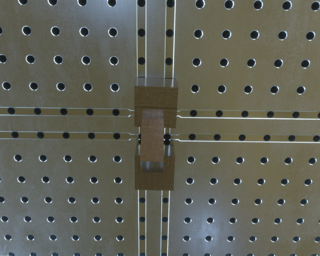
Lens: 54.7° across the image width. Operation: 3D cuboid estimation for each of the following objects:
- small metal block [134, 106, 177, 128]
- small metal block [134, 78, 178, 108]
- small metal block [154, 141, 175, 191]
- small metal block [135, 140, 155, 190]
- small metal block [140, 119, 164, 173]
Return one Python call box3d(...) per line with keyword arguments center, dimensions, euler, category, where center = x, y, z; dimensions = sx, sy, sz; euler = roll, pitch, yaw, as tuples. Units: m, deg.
box3d(center=(-0.006, -0.021, 0.392), dimensions=(0.050, 0.050, 0.025), euler=(2, 110, -1), category="small metal block")
box3d(center=(-0.005, -0.044, 0.383), dimensions=(0.050, 0.050, 0.025), euler=(2, 110, -1), category="small metal block")
box3d(center=(0.006, 0.049, 0.417), dimensions=(0.025, 0.050, 0.050), euler=(1, 110, -1), category="small metal block")
box3d(center=(-0.020, 0.049, 0.418), dimensions=(0.025, 0.050, 0.050), euler=(1, 110, -1), category="small metal block")
box3d(center=(-0.008, 0.022, 0.364), dimensions=(0.025, 0.050, 0.050), euler=(1, 68, 0), category="small metal block")
